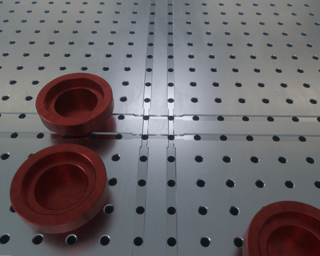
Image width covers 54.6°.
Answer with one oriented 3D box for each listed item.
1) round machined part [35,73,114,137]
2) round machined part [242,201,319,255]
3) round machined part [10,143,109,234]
[{"bbox_3d":[-0.111,-0.027,0.419,0.099,0.042,0.098,0,50,0],"label":"round machined part"},{"bbox_3d":[0.128,0.123,0.294,0.099,0.042,0.098,0,50,0],"label":"round machined part"},{"bbox_3d":[-0.105,0.068,0.339,0.099,0.042,0.098,0,50,0],"label":"round machined part"}]
